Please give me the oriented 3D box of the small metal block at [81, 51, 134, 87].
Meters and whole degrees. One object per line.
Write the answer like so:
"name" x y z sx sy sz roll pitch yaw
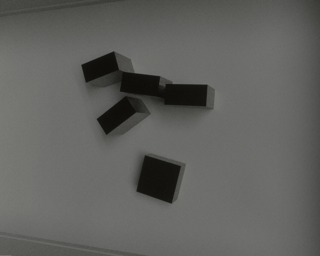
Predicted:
"small metal block" -0.069 -0.078 0.420 0.050 0.050 0.025 -17 85 19

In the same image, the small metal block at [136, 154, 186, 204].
"small metal block" 0.002 0.066 0.409 0.050 0.025 0.050 15 95 19

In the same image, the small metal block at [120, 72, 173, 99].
"small metal block" -0.016 -0.054 0.402 0.050 0.050 0.025 10 94 19

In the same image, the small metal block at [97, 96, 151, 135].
"small metal block" -0.047 -0.015 0.413 0.050 0.050 0.025 -36 79 16

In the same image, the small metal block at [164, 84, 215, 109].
"small metal block" 0.038 -0.039 0.383 0.050 0.050 0.025 4 92 19
